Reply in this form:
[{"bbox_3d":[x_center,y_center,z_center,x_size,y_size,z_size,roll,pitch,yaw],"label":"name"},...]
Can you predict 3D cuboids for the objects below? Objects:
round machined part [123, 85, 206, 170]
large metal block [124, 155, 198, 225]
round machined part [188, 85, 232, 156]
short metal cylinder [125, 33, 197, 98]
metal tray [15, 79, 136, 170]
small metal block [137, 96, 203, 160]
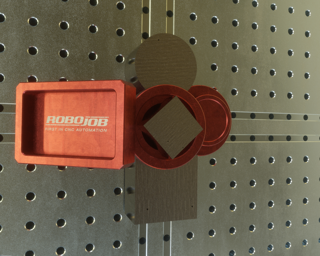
[{"bbox_3d":[0.002,-0.001,0.373,0.099,0.042,0.097,0,90,-20],"label":"round machined part"},{"bbox_3d":[0.000,0.073,0.396,0.081,0.050,0.080,1,90,-20],"label":"large metal block"},{"bbox_3d":[0.056,-0.010,0.423,0.099,0.042,0.097,0,90,-20],"label":"round machined part"},{"bbox_3d":[0.000,-0.075,0.399,0.081,0.050,0.080,0,90,-20],"label":"short metal cylinder"},{"bbox_3d":[-0.093,-0.005,0.337,0.130,0.030,0.089,1,90,17],"label":"metal tray"},{"bbox_3d":[0.012,-0.001,0.351,0.050,0.025,0.050,-43,104,-15],"label":"small metal block"}]
